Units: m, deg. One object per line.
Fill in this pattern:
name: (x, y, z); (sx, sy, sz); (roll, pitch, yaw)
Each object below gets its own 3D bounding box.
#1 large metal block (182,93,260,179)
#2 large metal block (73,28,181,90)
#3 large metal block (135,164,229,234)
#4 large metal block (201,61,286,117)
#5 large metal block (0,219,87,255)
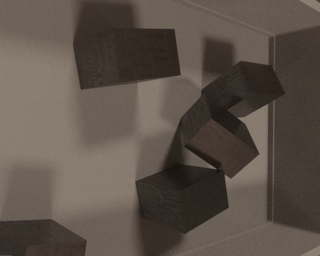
large metal block: (0.077, 0.009, 0.418); (0.080, 0.050, 0.080); (35, 24, -16)
large metal block: (-0.037, -0.075, 0.341); (0.081, 0.080, 0.050); (-14, 100, -39)
large metal block: (0.028, 0.085, 0.397); (0.081, 0.080, 0.050); (-15, 101, -39)
large metal block: (0.126, -0.055, 0.470); (0.081, 0.080, 0.050); (-4, 68, -40)
large metal block: (-0.113, 0.133, 0.278); (0.050, 0.080, 0.080); (11, 83, -40)
